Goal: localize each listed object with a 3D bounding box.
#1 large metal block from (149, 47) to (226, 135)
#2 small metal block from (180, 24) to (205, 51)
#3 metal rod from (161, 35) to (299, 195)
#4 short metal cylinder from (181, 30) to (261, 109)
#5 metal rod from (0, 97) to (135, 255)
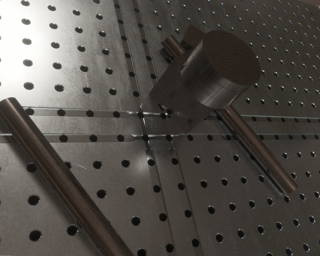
[{"bbox_3d":[0.044,-0.051,0.429,0.080,0.080,0.050,49,51,5],"label":"large metal block"},{"bbox_3d":[0.060,-0.143,0.530,0.050,0.025,0.050,30,52,-10],"label":"small metal block"},{"bbox_3d":[0.104,-0.025,0.481,0.025,0.025,0.300,-32,80,-38],"label":"metal rod"},{"bbox_3d":[0.073,-0.070,0.373,0.081,0.050,0.080,14,56,-21],"label":"short metal cylinder"},{"bbox_3d":[-0.072,0.090,0.315,0.025,0.025,0.300,-34,81,-38],"label":"metal rod"}]
